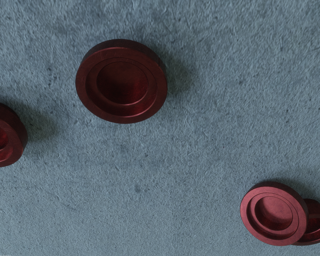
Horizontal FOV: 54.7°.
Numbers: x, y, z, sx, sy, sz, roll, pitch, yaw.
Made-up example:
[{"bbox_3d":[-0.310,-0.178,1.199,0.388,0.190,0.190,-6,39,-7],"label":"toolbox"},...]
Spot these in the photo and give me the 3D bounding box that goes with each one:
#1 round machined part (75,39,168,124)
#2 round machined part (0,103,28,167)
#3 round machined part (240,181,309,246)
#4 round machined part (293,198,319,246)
[{"bbox_3d":[-0.041,-0.055,0.349,0.099,0.042,0.097,0,130,0],"label":"round machined part"},{"bbox_3d":[-0.220,0.003,0.396,0.099,0.042,0.097,0,130,0],"label":"round machined part"},{"bbox_3d":[0.180,0.130,0.487,0.098,0.042,0.097,8,106,31],"label":"round machined part"},{"bbox_3d":[0.250,0.159,0.533,0.099,0.042,0.097,0,130,0],"label":"round machined part"}]
